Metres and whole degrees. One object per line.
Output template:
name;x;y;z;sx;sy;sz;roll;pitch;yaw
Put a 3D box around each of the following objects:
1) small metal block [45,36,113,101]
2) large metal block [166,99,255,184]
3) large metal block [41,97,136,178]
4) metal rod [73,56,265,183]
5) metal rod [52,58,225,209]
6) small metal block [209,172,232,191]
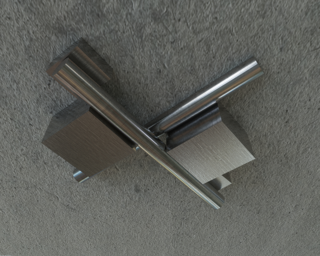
small metal block;-0.090;-0.066;0.352;0.050;0.025;0.050;-30;124;23
large metal block;0.065;0.019;0.409;0.080;0.050;0.080;-32;124;24
large metal block;-0.086;0.007;0.395;0.080;0.050;0.080;-30;124;23
metal rod;-0.005;0.000;0.410;0.300;0.025;0.025;-32;124;24
metal rod;-0.008;0.024;0.396;0.025;0.025;0.300;-32;124;24
small metal block;0.072;0.074;0.474;0.050;0.025;0.050;-36;122;26
